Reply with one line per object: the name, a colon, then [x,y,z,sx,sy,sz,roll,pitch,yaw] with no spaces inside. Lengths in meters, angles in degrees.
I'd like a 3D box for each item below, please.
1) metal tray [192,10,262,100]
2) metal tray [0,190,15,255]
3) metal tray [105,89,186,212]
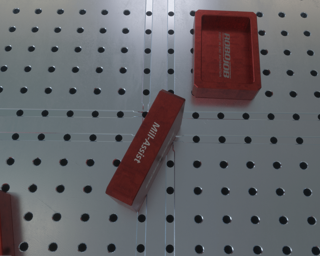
metal tray: [0.094,-0.108,0.448,0.090,0.030,0.130,3,70,1]
metal tray: [-0.244,0.130,0.360,0.131,0.030,0.090,-13,71,-5]
metal tray: [-0.013,0.030,0.366,0.030,0.090,0.130,25,72,9]
